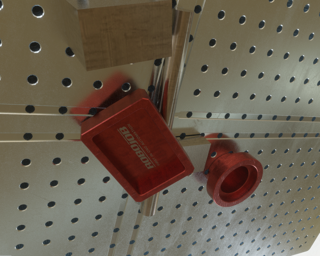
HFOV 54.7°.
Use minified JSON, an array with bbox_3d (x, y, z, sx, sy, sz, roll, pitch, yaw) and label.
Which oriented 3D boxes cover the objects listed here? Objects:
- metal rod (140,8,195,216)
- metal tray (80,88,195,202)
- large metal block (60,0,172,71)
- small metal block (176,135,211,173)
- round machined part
[{"bbox_3d":[0.004,-0.001,0.413,0.025,0.025,0.298,-5,121,-26],"label":"metal rod"},{"bbox_3d":[-0.025,0.026,0.389,0.090,0.030,0.130,-31,121,5],"label":"metal tray"},{"bbox_3d":[-0.043,-0.097,0.293,0.081,0.080,0.050,-15,125,-21],"label":"large metal block"},{"bbox_3d":[0.043,0.040,0.462,0.050,0.025,0.050,-4,121,-27],"label":"small metal block"},{"bbox_3d":[0.119,0.081,0.518,0.099,0.042,0.097,-14,125,-21],"label":"round machined part"}]
